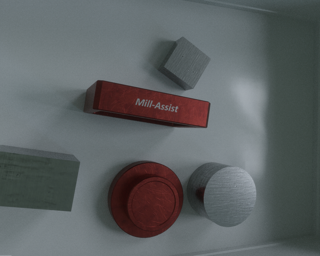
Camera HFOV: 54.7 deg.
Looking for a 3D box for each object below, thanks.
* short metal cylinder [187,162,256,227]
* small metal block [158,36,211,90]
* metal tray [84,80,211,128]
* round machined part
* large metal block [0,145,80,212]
[{"bbox_3d":[0.085,0.090,0.430,0.081,0.050,0.079,0,90,-21],"label":"short metal cylinder"},{"bbox_3d":[0.033,-0.087,0.424,0.050,0.025,0.050,34,79,-17],"label":"small metal block"},{"bbox_3d":[-0.018,-0.024,0.369,0.131,0.090,0.030,9,87,-20],"label":"metal tray"},{"bbox_3d":[-0.014,0.093,0.397,0.099,0.042,0.097,0,90,-21],"label":"round machined part"},{"bbox_3d":[-0.135,0.051,0.332,0.081,0.080,0.050,11,87,-20],"label":"large metal block"}]
